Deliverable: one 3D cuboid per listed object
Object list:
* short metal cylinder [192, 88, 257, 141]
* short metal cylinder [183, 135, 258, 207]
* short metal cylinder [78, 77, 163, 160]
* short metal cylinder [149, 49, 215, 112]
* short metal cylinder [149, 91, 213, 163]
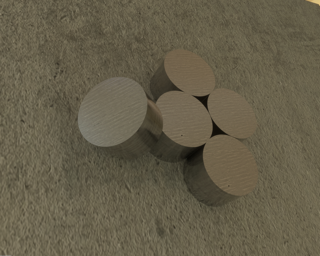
[{"bbox_3d":[0.089,-0.010,0.443,0.081,0.050,0.080,14,56,-21],"label":"short metal cylinder"},{"bbox_3d":[0.077,0.055,0.397,0.081,0.050,0.080,14,56,-21],"label":"short metal cylinder"},{"bbox_3d":[-0.043,-0.010,0.346,0.080,0.050,0.080,-7,67,17],"label":"short metal cylinder"},{"bbox_3d":[0.032,-0.066,0.446,0.081,0.050,0.080,14,56,-21],"label":"short metal cylinder"},{"bbox_3d":[0.020,-0.001,0.400,0.081,0.050,0.080,14,56,-21],"label":"short metal cylinder"}]
